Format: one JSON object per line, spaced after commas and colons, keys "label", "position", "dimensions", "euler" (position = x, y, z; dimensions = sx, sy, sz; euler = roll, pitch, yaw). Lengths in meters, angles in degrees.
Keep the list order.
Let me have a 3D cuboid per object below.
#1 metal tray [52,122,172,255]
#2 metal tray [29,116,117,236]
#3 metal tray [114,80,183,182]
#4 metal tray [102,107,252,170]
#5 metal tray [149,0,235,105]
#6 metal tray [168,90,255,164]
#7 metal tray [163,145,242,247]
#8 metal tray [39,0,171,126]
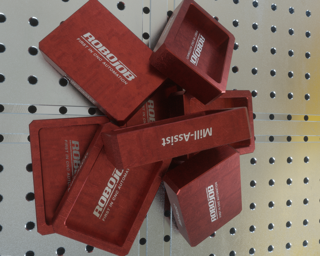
{"label": "metal tray", "position": [-0.053, 0.069, 0.358], "dimensions": [0.090, 0.030, 0.130], "euler": [28, 81, -18]}
{"label": "metal tray", "position": [-0.103, 0.053, 0.372], "dimensions": [0.091, 0.030, 0.129], "euler": [-5, 91, -21]}
{"label": "metal tray", "position": [-0.012, 0.000, 0.405], "dimensions": [0.091, 0.030, 0.129], "euler": [-5, 90, -22]}
{"label": "metal tray", "position": [0.012, 0.007, 0.314], "dimensions": [0.131, 0.090, 0.030], "euler": [-12, 94, -15]}
{"label": "metal tray", "position": [0.047, -0.101, 0.391], "dimensions": [0.090, 0.030, 0.130], "euler": [35, 46, -16]}
{"label": "metal tray", "position": [0.074, -0.005, 0.417], "dimensions": [0.131, 0.030, 0.090], "euler": [-5, 92, -37]}
{"label": "metal tray", "position": [0.060, 0.087, 0.396], "dimensions": [0.090, 0.030, 0.129], "euler": [-30, 133, -17]}
{"label": "metal tray", "position": [-0.063, -0.077, 0.369], "dimensions": [0.130, 0.030, 0.090], "euler": [43, 76, 1]}
